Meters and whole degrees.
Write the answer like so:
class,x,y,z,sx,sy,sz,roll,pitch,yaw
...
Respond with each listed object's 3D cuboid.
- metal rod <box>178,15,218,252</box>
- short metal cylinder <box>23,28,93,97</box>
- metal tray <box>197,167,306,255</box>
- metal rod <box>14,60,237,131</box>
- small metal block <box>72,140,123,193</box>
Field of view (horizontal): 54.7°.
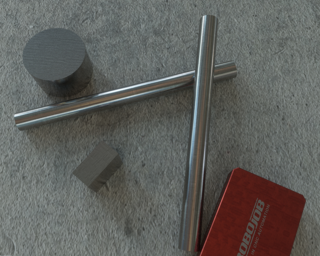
class,x,y,z,sx,sy,sz,roll,pitch,yaw
metal rod,0.051,-0.004,0.392,0.025,0.025,0.299,6,77,2
short metal cylinder,-0.138,-0.089,0.426,0.081,0.050,0.080,0,70,0
metal tray,0.104,0.123,0.362,0.090,0.030,0.130,24,71,8
metal rod,-0.041,-0.046,0.424,0.302,0.025,0.025,-15,71,-6
small metal block,-0.074,0.048,0.376,0.025,0.050,0.050,38,74,12
